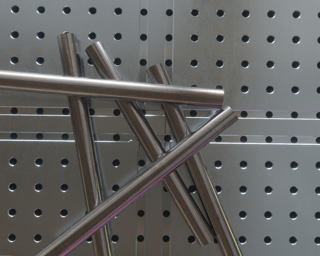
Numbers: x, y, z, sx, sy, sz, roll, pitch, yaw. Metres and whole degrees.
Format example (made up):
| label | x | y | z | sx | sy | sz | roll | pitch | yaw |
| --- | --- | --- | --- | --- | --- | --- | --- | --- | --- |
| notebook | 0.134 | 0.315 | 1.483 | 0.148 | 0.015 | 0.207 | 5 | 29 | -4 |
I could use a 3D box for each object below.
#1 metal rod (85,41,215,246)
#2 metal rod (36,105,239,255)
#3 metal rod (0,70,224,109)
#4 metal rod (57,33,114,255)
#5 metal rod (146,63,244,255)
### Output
| label | x | y | z | sx | sy | sz | roll | pitch | yaw |
| --- | --- | --- | --- | --- | --- | --- | --- | --- | --- |
| metal rod | -0.013 | 0.021 | 0.413 | 0.025 | 0.025 | 0.299 | -30 | 90 | 0 |
| metal rod | -0.028 | 0.073 | 0.388 | 0.300 | 0.025 | 0.025 | -38 | 90 | -1 |
| metal rod | -0.073 | -0.049 | 0.388 | 0.302 | 0.025 | 0.025 | 5 | 90 | -1 |
| metal rod | -0.099 | 0.025 | 0.411 | 0.025 | 0.025 | 0.298 | -10 | 90 | 0 |
| metal rod | 0.051 | 0.056 | 0.414 | 0.025 | 0.025 | 0.299 | -23 | 90 | 0 |
